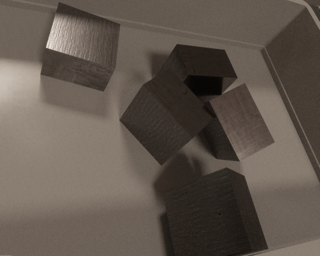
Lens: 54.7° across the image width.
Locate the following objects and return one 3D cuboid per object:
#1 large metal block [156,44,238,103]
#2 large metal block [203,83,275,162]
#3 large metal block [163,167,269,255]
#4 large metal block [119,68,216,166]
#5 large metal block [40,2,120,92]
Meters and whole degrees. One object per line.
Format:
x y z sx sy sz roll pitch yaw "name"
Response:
0.047 -0.068 0.439 0.081 0.080 0.050 -2 62 -30 "large metal block"
0.091 -0.005 0.405 0.050 0.080 0.080 -27 91 -10 "large metal block"
0.057 0.098 0.332 0.050 0.080 0.080 28 43 -50 "large metal block"
0.007 -0.012 0.383 0.080 0.080 0.050 47 51 4 "large metal block"
-0.101 -0.103 0.399 0.081 0.050 0.080 14 56 -21 "large metal block"
